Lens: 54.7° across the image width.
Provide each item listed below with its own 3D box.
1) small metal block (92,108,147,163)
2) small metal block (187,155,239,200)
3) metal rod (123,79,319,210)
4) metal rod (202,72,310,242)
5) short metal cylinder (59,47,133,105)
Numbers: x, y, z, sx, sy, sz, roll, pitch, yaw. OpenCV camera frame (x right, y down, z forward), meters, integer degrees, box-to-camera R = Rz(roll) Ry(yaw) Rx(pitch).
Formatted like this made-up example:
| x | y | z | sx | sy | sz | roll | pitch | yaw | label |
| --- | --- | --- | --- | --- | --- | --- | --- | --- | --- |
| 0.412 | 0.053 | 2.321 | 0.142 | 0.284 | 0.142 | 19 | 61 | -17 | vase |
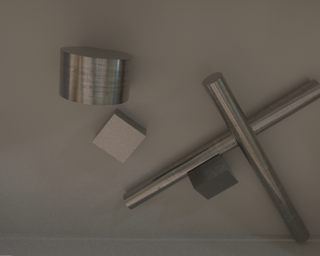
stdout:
| x | y | z | sx | sy | sz | roll | pitch | yaw | label |
| --- | --- | --- | --- | --- | --- | --- | --- | --- | --- |
| -0.054 | 0.010 | 0.414 | 0.050 | 0.025 | 0.050 | 36 | 106 | -13 | small metal block |
| 0.073 | 0.069 | 0.426 | 0.050 | 0.025 | 0.050 | -33 | 140 | 11 | small metal block |
| 0.078 | 0.028 | 0.422 | 0.300 | 0.025 | 0.025 | -33 | 107 | 11 | metal rod |
| 0.138 | 0.055 | 0.412 | 0.025 | 0.025 | 0.299 | -31 | 115 | 10 | metal rod |
| -0.074 | -0.062 | 0.358 | 0.081 | 0.080 | 0.050 | 7 | 110 | -3 | short metal cylinder |
